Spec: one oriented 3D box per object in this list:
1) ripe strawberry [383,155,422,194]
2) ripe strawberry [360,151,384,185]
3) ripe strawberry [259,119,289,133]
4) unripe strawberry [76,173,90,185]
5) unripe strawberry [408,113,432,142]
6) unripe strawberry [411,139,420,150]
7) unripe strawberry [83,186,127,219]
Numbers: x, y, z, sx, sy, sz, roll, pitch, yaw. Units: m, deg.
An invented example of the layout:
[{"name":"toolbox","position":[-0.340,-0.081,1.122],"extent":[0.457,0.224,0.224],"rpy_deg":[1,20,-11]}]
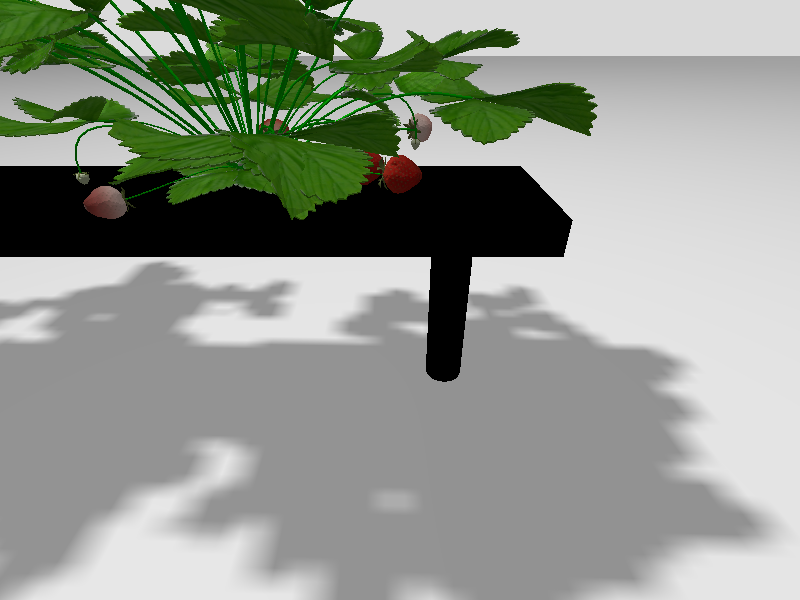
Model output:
[{"name":"ripe strawberry","position":[0.003,-0.102,0.325],"extent":[0.031,0.030,0.034],"rpy_deg":[6,33,8]},{"name":"ripe strawberry","position":[-0.032,-0.115,0.343],"extent":[0.038,0.032,0.038],"rpy_deg":[0,33,0]},{"name":"ripe strawberry","position":[-0.147,-0.195,0.466],"extent":[0.037,0.032,0.037],"rpy_deg":[-5,33,-7]},{"name":"unripe strawberry","position":[-0.271,-0.104,0.343],"extent":[0.010,0.010,0.009],"rpy_deg":[-1,33,-2]},{"name":"unripe strawberry","position":[0.028,-0.216,0.502],"extent":[0.032,0.033,0.034],"rpy_deg":[24,39,32]},{"name":"unripe strawberry","position":[0.017,-0.173,0.444],"extent":[0.011,0.011,0.010],"rpy_deg":[-24,40,-32]},{"name":"unripe strawberry","position":[-0.208,-0.068,0.282],"extent":[0.024,0.023,0.022],"rpy_deg":[-27,42,-34]}]
